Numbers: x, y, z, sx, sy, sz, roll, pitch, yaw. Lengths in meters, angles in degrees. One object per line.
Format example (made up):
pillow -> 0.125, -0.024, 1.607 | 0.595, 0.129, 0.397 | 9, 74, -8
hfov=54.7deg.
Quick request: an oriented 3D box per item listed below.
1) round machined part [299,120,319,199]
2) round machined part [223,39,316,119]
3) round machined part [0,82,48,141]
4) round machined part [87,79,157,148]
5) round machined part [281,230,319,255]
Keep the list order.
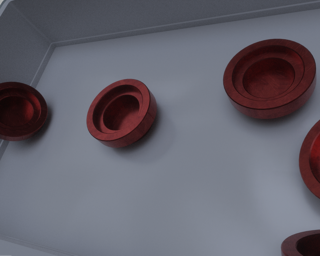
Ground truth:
round machined part -> 0.178, 0.029, 0.268 | 0.098, 0.042, 0.098 | -38, 36, 34
round machined part -> 0.127, -0.052, 0.360 | 0.098, 0.042, 0.098 | -13, 56, 20
round machined part -> -0.240, -0.023, 0.509 | 0.042, 0.099, 0.098 | -41, 36, 54
round machined part -> -0.048, -0.016, 0.429 | 0.098, 0.042, 0.098 | -13, 56, 20
round machined part -> 0.142, 0.110, 0.225 | 0.098, 0.098, 0.042 | -5, 88, 25
